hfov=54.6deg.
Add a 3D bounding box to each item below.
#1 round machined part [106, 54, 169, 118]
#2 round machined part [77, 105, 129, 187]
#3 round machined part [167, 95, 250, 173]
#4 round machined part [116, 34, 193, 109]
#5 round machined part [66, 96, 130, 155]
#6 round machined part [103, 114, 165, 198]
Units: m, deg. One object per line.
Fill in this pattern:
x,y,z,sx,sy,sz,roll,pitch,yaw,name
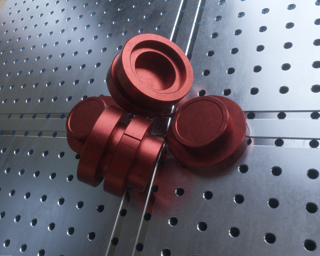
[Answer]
-0.026,-0.058,0.426,0.042,0.099,0.098,-41,35,56,round machined part
-0.056,0.026,0.370,0.042,0.098,0.098,22,71,3,round machined part
0.053,0.001,0.370,0.098,0.042,0.098,-13,56,21,round machined part
-0.010,-0.069,0.401,0.042,0.099,0.098,-41,35,56,round machined part
-0.097,-0.007,0.453,0.098,0.042,0.098,-13,56,21,round machined part
-0.026,0.037,0.365,0.042,0.098,0.098,23,71,3,round machined part
